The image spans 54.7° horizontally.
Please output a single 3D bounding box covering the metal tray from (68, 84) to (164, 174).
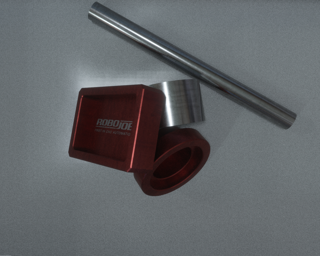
[{"bbox_3d":[-0.056,-0.002,0.362,0.030,0.130,0.089,13,85,-43],"label":"metal tray"}]

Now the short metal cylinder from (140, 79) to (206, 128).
[{"bbox_3d":[0.012,-0.028,0.384,0.081,0.080,0.050,-9,90,0],"label":"short metal cylinder"}]

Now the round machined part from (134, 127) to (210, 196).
[{"bbox_3d":[0.011,0.036,0.385,0.098,0.098,0.042,-38,56,0],"label":"round machined part"}]

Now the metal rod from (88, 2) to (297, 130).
[{"bbox_3d":[0.043,-0.082,0.411,0.301,0.025,0.025,29,90,-1],"label":"metal rod"}]

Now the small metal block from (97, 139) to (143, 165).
[{"bbox_3d":[-0.051,0.022,0.397,0.025,0.050,0.050,23,90,-44],"label":"small metal block"}]
